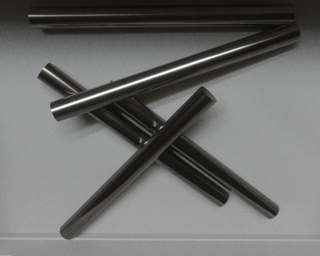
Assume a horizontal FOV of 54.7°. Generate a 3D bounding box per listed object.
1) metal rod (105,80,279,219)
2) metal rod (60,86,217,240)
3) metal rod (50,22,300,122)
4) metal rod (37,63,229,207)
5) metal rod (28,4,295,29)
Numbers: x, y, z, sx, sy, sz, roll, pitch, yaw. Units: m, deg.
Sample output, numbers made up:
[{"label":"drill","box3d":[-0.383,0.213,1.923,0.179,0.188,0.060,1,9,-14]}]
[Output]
[{"label":"metal rod","box3d":[0.049,0.037,0.425,0.301,0.025,0.025,37,106,-13]},{"label":"metal rod","box3d":[-0.042,0.059,0.410,0.025,0.025,0.299,39,113,-14]},{"label":"metal rod","box3d":[0.018,-0.067,0.369,0.302,0.025,0.025,-19,109,0]},{"label":"metal rod","box3d":[-0.026,0.016,0.416,0.301,0.025,0.025,37,106,-13]},{"label":"metal rod","box3d":[0.003,-0.131,0.362,0.302,0.025,0.025,-1,110,-1]}]
